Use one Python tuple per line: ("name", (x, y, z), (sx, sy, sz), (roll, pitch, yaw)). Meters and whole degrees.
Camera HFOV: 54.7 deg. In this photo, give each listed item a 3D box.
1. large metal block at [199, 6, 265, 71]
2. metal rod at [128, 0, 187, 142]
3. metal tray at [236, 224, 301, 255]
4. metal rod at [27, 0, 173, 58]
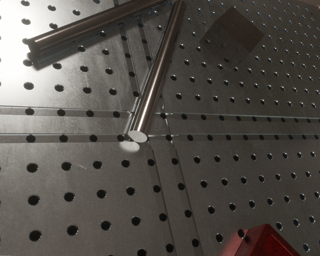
("large metal block", (0.132, -0.164, 0.566), (0.080, 0.050, 0.080), (42, 51, 0))
("metal rod", (0.004, -0.106, 0.476), (0.025, 0.025, 0.300), (25, 53, -13))
("metal tray", (0.122, 0.189, 0.356), (0.090, 0.030, 0.131), (45, 51, 3))
("metal rod", (-0.067, -0.175, 0.479), (0.025, 0.025, 0.302), (47, 51, 4))
